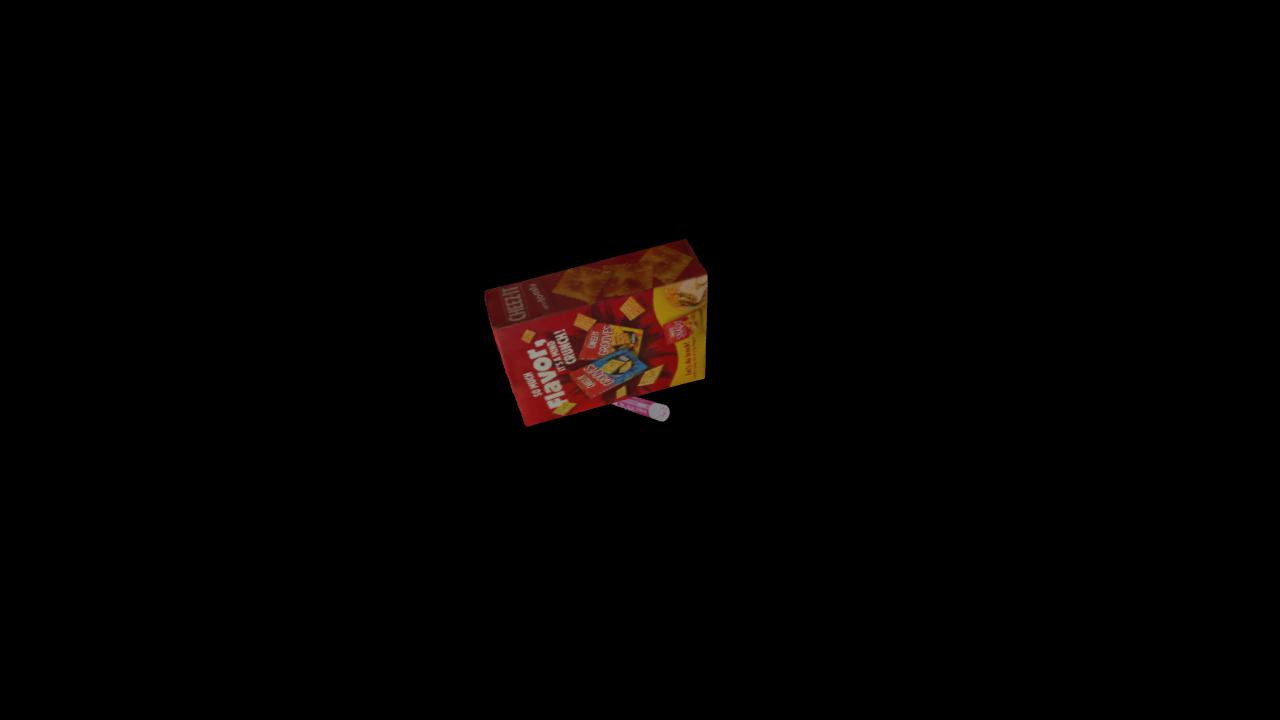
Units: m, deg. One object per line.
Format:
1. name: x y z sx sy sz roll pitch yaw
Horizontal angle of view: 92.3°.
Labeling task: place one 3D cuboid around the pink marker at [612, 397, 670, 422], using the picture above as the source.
1. pink marker: -0.010 0.051 0.721 0.020 0.020 0.121 0 7 -37

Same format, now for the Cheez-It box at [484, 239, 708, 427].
1. Cheez-It box: -0.039 -0.025 0.674 0.223 0.071 0.166 -16 -41 -9
